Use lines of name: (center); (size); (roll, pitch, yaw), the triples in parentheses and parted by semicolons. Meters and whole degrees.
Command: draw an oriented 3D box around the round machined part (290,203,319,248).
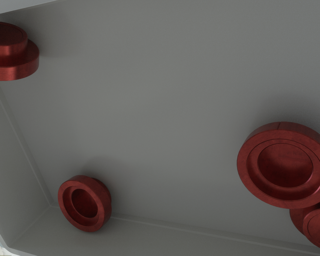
round machined part: (0.202, 0.104, 0.356); (0.098, 0.042, 0.097); (13, 124, 21)

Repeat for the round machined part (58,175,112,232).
round machined part: (-0.123, 0.125, 0.532); (0.098, 0.042, 0.097); (9, 112, 24)

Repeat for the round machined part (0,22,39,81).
round machined part: (-0.212, -0.107, 0.407); (0.098, 0.098, 0.042); (28, 128, 10)

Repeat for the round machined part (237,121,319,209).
round machined part: (0.139, 0.037, 0.343); (0.098, 0.042, 0.097); (13, 120, 24)
